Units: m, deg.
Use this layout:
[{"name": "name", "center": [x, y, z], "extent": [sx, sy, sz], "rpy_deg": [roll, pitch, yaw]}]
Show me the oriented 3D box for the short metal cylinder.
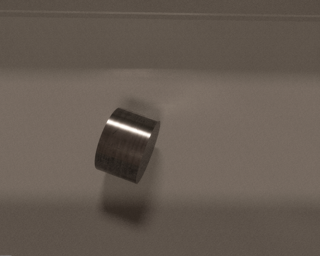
[{"name": "short metal cylinder", "center": [-0.037, 0.021, 0.372], "extent": [0.050, 0.080, 0.080], "rpy_deg": [19, 71, 6]}]
